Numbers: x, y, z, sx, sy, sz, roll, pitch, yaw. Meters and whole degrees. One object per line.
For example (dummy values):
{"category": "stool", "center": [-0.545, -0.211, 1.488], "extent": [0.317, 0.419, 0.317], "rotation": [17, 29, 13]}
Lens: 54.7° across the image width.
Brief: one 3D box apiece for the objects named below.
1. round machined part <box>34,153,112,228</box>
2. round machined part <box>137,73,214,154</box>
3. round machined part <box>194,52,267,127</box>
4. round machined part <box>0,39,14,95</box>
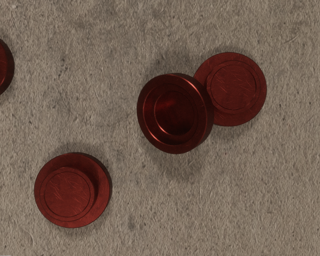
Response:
{"category": "round machined part", "center": [-0.114, 0.082, 0.400], "extent": [0.099, 0.042, 0.097], "rotation": [0, 90, -1]}
{"category": "round machined part", "center": [0.022, -0.020, 0.387], "extent": [0.098, 0.042, 0.097], "rotation": [10, 108, 31]}
{"category": "round machined part", "center": [0.091, -0.050, 0.403], "extent": [0.099, 0.042, 0.097], "rotation": [0, 90, -1]}
{"category": "round machined part", "center": [-0.246, -0.083, 0.398], "extent": [0.099, 0.042, 0.097], "rotation": [0, 90, -1]}
